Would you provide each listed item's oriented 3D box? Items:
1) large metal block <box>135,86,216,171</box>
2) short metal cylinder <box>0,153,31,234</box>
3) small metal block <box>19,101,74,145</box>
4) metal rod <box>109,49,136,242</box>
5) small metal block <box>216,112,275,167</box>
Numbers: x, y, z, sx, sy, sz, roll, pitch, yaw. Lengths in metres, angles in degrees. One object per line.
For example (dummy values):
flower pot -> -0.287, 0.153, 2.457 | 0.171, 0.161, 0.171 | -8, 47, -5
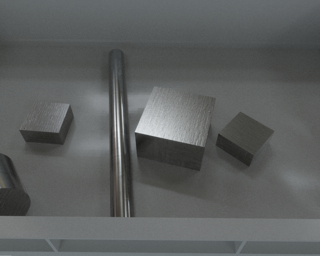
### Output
large metal block -> 0.021, -0.001, 0.390 | 0.080, 0.050, 0.080 | 12, 51, 9
short metal cylinder -> -0.179, 0.069, 0.309 | 0.081, 0.080, 0.050 | -27, 56, -21
small metal block -> -0.148, -0.007, 0.409 | 0.050, 0.025, 0.050 | 4, 50, 3
metal rod -> -0.054, -0.004, 0.407 | 0.025, 0.025, 0.300 | -5, 50, -4
small metal block -> 0.108, 0.013, 0.395 | 0.050, 0.025, 0.050 | 34, 58, 25
